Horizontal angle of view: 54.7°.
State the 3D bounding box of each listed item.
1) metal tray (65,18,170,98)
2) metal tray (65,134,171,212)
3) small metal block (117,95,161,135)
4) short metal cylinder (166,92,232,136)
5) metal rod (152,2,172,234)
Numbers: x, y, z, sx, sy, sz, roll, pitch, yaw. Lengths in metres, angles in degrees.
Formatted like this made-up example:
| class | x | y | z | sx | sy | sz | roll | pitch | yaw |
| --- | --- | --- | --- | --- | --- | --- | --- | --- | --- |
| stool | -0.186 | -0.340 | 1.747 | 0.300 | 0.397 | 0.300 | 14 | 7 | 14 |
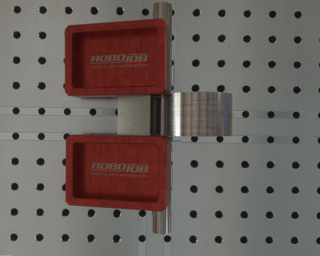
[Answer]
| class | x | y | z | sx | sy | sz | roll | pitch | yaw |
| --- | --- | --- | --- | --- | --- | --- | --- | --- | --- |
| metal tray | -0.054 | -0.085 | 0.393 | 0.131 | 0.030 | 0.089 | 0 | 90 | 12 |
| metal tray | -0.053 | 0.054 | 0.393 | 0.131 | 0.030 | 0.089 | 1 | 90 | 12 |
| small metal block | -0.027 | -0.016 | 0.399 | 0.050 | 0.025 | 0.050 | 1 | 90 | 31 |
| short metal cylinder | 0.048 | -0.016 | 0.383 | 0.081 | 0.080 | 0.050 | 0 | 90 | 0 |
| metal rod | 0.003 | -0.013 | 0.409 | 0.025 | 0.025 | 0.298 | 0 | 90 | 0 |
